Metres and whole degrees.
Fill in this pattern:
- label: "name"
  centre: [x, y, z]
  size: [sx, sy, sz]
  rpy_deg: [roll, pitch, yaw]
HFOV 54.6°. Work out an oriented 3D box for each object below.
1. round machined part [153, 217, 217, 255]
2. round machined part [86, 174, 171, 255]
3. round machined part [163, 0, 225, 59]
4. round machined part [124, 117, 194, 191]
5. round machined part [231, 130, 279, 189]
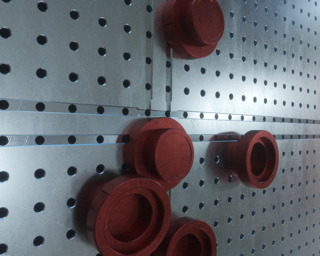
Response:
- label: "round machined part"
  centre: [0.029, 0.170, 0.422]
  size: [0.099, 0.042, 0.097]
  rpy_deg: [0, 90, -40]
- label: "round machined part"
  centre: [-0.039, 0.101, 0.360]
  size: [0.099, 0.042, 0.097]
  rpy_deg: [-4, 98, -34]
- label: "round machined part"
  centre: [0.055, -0.150, 0.442]
  size: [0.099, 0.042, 0.097]
  rpy_deg: [0, 90, -40]
- label: "round machined part"
  centre: [0.006, 0.034, 0.402]
  size: [0.099, 0.042, 0.097]
  rpy_deg: [0, 90, -40]
- label: "round machined part"
  centre: [0.158, 0.052, 0.529]
  size: [0.099, 0.042, 0.097]
  rpy_deg: [0, 90, -40]
